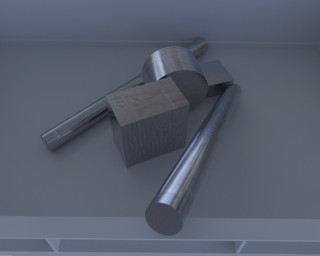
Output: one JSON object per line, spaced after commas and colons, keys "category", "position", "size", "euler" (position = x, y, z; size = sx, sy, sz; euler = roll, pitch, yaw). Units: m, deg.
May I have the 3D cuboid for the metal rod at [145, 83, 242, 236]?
{"category": "metal rod", "position": [0.055, 0.002, 0.324], "size": [0.025, 0.025, 0.301], "euler": [18, 27, 14]}

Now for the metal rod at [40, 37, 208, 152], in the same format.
{"category": "metal rod", "position": [-0.035, -0.061, 0.455], "size": [0.302, 0.025, 0.025], "euler": [-37, 59, -27]}

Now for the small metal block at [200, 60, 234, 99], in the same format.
{"category": "small metal block", "position": [0.075, -0.074, 0.468], "size": [0.050, 0.025, 0.050], "euler": [-14, 52, -12]}

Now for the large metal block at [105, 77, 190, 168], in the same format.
{"category": "large metal block", "position": [-0.014, -0.006, 0.374], "size": [0.081, 0.080, 0.050], "euler": [-19, 53, -16]}

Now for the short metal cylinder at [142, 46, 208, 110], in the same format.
{"category": "short metal cylinder", "position": [0.019, -0.064, 0.423], "size": [0.081, 0.080, 0.050], "euler": [-9, 51, -8]}
